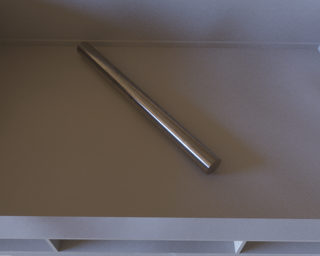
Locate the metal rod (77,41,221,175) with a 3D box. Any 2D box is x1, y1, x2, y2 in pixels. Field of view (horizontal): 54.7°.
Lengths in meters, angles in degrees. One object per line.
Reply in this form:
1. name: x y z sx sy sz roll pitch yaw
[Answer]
1. metal rod: -0.031 -0.043 0.440 0.025 0.025 0.300 -32 57 -24
